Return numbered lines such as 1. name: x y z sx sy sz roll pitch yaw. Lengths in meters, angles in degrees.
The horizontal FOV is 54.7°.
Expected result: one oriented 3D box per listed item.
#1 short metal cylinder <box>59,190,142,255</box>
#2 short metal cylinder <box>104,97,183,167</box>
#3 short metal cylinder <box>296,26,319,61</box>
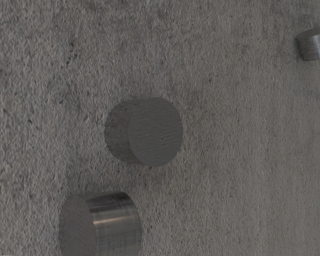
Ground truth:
1. short metal cylinder: -0.063 0.106 0.316 0.050 0.080 0.080 4 88 -40
2. short metal cylinder: -0.019 0.005 0.373 0.081 0.050 0.080 0 90 -40
3. short metal cylinder: 0.333 -0.179 0.647 0.080 0.080 0.050 -36 113 -34
